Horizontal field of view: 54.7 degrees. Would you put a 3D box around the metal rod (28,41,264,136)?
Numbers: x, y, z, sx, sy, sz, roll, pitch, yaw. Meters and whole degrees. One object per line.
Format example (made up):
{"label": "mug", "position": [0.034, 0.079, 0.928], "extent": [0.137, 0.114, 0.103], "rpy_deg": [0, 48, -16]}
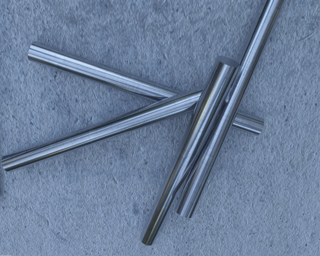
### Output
{"label": "metal rod", "position": [-0.011, -0.047, 0.392], "extent": [0.302, 0.025, 0.025], "rpy_deg": [18, 109, -7]}

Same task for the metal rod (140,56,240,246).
{"label": "metal rod", "position": [0.025, 0.051, 0.392], "extent": [0.025, 0.025, 0.298], "rpy_deg": [16, 123, -6]}

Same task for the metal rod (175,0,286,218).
{"label": "metal rod", "position": [0.084, -0.028, 0.375], "extent": [0.025, 0.025, 0.298], "rpy_deg": [20, 99, -7]}

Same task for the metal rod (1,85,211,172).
{"label": "metal rod", "position": [-0.069, 0.003, 0.393], "extent": [0.301, 0.025, 0.025], "rpy_deg": [-18, 109, 13]}
